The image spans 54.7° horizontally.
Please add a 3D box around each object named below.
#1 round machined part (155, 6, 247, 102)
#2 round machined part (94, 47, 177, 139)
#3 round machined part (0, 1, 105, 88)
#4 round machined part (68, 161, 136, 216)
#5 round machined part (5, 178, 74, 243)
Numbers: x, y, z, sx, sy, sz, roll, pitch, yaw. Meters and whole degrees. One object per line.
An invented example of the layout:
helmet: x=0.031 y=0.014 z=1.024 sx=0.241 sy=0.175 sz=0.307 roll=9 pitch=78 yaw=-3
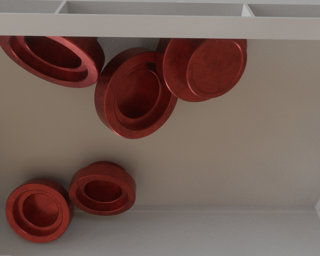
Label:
round machined part: x=0.048 y=-0.069 z=0.316 sx=0.099 sy=0.042 sz=0.097 roll=-14 pitch=127 yaw=-19
round machined part: x=-0.029 y=-0.040 z=0.342 sx=0.099 sy=0.042 sz=0.097 roll=-22 pitch=126 yaw=-33
round machined part: x=-0.102 y=-0.084 z=0.307 sx=0.098 sy=0.042 sz=0.098 roll=13 pitch=157 yaw=6
round machined part: x=-0.085 y=0.088 z=0.472 sx=0.099 sy=0.042 sz=0.097 roll=0 pitch=130 yaw=0
round machined part: x=-0.183 y=0.124 z=0.484 sx=0.099 sy=0.042 sz=0.097 roll=0 pitch=101 yaw=3
